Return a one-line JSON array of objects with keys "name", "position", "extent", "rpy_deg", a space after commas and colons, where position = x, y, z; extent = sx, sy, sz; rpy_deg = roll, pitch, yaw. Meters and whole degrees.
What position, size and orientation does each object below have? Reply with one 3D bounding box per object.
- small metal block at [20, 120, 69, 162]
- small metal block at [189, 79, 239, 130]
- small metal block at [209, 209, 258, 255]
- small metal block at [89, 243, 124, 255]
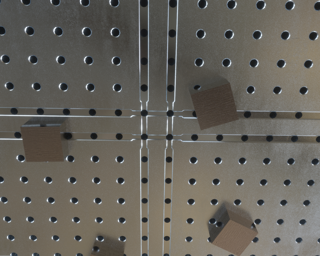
[{"name": "small metal block", "position": [-0.154, 0.018, 0.419], "extent": [0.050, 0.025, 0.050], "rpy_deg": [-1, 110, 0]}, {"name": "small metal block", "position": [0.069, -0.030, 0.403], "extent": [0.050, 0.025, 0.050], "rpy_deg": [-16, 109, 6]}, {"name": "small metal block", "position": [0.111, 0.160, 0.473], "extent": [0.050, 0.025, 0.050], "rpy_deg": [28, 108, -10]}, {"name": "small metal block", "position": [-0.091, 0.218, 0.493], "extent": [0.050, 0.025, 0.050], "rpy_deg": [21, 109, -8]}]
